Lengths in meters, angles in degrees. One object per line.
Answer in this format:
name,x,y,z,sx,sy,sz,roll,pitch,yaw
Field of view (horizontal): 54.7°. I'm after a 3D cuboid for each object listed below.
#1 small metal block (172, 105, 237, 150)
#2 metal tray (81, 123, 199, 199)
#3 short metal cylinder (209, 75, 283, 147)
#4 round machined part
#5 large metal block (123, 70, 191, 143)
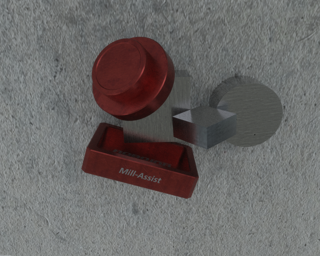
small metal block,0.050,-0.003,0.348,0.050,0.050,0.025,-22,118,-37
metal tray,-0.022,0.037,0.389,0.131,0.090,0.030,16,110,-6
short metal cylinder,0.105,-0.023,0.391,0.081,0.050,0.079,0,110,0
round machined part,-0.037,-0.061,0.349,0.098,0.098,0.042,-35,151,11
large metal block,-0.005,-0.029,0.388,0.080,0.050,0.079,-1,110,0
